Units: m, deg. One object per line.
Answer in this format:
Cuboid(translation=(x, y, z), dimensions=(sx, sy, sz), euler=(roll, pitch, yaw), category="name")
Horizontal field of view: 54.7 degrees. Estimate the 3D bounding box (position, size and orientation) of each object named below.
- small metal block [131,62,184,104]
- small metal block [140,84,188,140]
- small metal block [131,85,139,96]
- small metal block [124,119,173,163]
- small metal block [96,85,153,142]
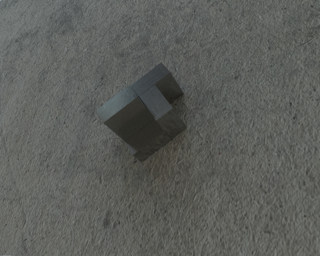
Cuboid(translation=(-0.002, -0.052, 0.421), dimensions=(0.050, 0.050, 0.025), euler=(-37, 51, 3), category="small metal block")
Cuboid(translation=(0.005, -0.020, 0.398), dimensions=(0.025, 0.050, 0.050), euler=(-37, 51, 3), category="small metal block")
Cuboid(translation=(-0.042, -0.022, 0.423), dimensions=(0.050, 0.050, 0.025), euler=(-37, 51, 3), category="small metal block")
Cuboid(translation=(-0.020, 0.009, 0.409), dimensions=(0.050, 0.025, 0.050), euler=(-36, 51, 3), category="small metal block")
Cuboid(translation=(-0.042, -0.017, 0.388), dimensions=(0.050, 0.050, 0.025), euler=(-37, 51, 3), category="small metal block")
